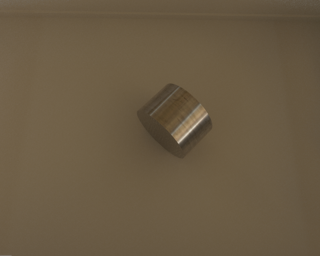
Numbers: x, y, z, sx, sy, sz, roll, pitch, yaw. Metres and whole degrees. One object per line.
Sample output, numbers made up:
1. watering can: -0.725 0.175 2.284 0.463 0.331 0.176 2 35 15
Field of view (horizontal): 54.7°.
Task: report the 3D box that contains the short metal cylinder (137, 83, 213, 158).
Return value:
1. short metal cylinder: 0.018 -0.008 0.384 0.080 0.080 0.050 42 75 13
